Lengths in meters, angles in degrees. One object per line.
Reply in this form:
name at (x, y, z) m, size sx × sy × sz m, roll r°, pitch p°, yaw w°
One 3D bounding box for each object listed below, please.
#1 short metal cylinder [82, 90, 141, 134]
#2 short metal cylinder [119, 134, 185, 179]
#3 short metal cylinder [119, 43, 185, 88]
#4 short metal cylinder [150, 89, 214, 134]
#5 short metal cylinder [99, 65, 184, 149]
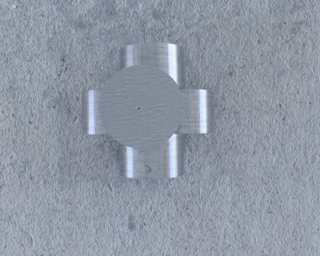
short metal cylinder at (-0.055, -0.018, 0.383) m, size 0.081 × 0.080 × 0.050 m, roll -1°, pitch 90°, yaw -1°
short metal cylinder at (-0.010, 0.031, 0.383) m, size 0.081 × 0.080 × 0.050 m, roll 0°, pitch 90°, yaw -1°
short metal cylinder at (-0.009, -0.070, 0.383) m, size 0.081 × 0.080 × 0.050 m, roll -2°, pitch 90°, yaw -1°
short metal cylinder at (0.026, -0.019, 0.384) m, size 0.081 × 0.080 × 0.050 m, roll 0°, pitch 90°, yaw -1°
short metal cylinder at (-0.018, -0.020, 0.318) m, size 0.081 × 0.050 × 0.079 m, roll 0°, pitch 90°, yaw -1°
